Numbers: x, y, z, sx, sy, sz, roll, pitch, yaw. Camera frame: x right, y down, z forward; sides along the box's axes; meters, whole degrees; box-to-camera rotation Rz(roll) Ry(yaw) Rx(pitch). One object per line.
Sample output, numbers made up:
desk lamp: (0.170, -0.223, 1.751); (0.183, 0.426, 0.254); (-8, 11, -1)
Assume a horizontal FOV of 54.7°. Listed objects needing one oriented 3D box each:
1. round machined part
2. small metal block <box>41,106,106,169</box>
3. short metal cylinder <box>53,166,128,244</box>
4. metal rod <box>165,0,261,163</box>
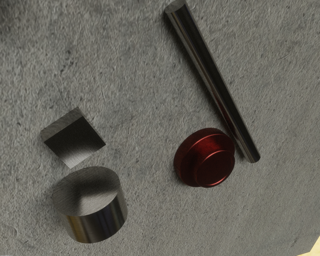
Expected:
round machined part: (0.074, 0.052, 0.470); (0.099, 0.042, 0.097); (-14, 125, -21)
small metal block: (-0.100, 0.012, 0.360); (0.050, 0.025, 0.050); (-35, 129, -6)
short metal cylinder: (-0.084, 0.093, 0.384); (0.081, 0.080, 0.050); (-20, 127, -17)
metal rod: (0.087, -0.041, 0.430); (0.025, 0.025, 0.300); (-40, 130, -2)
